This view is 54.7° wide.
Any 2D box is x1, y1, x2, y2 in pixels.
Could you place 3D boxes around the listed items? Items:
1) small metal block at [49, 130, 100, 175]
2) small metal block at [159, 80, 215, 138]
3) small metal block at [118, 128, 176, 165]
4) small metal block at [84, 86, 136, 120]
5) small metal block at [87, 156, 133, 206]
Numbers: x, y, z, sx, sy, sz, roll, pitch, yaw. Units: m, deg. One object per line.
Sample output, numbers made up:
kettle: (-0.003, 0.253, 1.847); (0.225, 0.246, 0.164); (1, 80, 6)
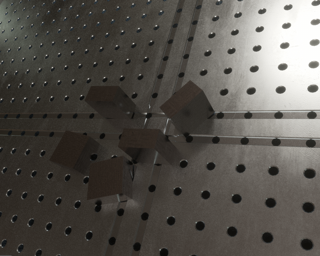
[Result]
small metal block: (-0.124, 0.035, 0.450); (0.050, 0.025, 0.050); (11, 67, 32)
small metal block: (0.035, -0.023, 0.387); (0.050, 0.050, 0.025); (-42, 51, -1)
small metal block: (-0.015, 0.023, 0.384); (0.050, 0.050, 0.025); (1, 63, 28)
small metal block: (-0.071, -0.036, 0.450); (0.050, 0.050, 0.025); (4, 64, 30)
small metal block: (-0.063, 0.068, 0.398); (0.050, 0.025, 0.050); (-15, 56, 19)
